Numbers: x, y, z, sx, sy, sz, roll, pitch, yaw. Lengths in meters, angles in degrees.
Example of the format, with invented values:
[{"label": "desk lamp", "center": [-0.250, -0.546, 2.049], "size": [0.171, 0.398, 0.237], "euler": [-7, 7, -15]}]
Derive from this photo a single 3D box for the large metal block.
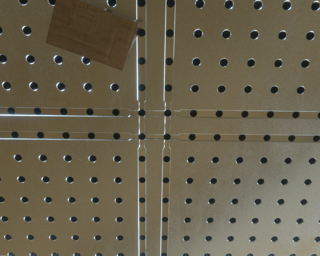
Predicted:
[{"label": "large metal block", "center": [-0.068, -0.108, 0.343], "size": [0.080, 0.080, 0.050], "euler": [19, 109, -7]}]
